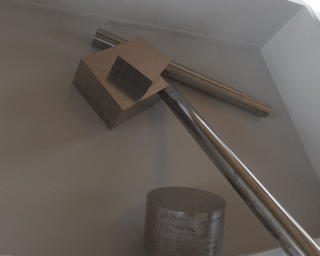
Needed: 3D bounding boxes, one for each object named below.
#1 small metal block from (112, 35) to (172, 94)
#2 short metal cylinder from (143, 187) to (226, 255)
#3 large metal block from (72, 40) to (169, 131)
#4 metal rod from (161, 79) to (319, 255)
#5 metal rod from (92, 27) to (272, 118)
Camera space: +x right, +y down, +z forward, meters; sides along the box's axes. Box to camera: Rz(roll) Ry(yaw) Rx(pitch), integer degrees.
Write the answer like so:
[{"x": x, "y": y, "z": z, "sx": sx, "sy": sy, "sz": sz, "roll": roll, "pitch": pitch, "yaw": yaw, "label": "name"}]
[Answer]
[{"x": -0.022, "y": -0.078, "z": 0.379, "sx": 0.050, "sy": 0.025, "sz": 0.050, "roll": 37, "pitch": 51, "yaw": -4, "label": "small metal block"}, {"x": 0.025, "y": 0.096, "z": 0.317, "sx": 0.081, "sy": 0.080, "sz": 0.050, "roll": 1, "pitch": 96, "yaw": -28, "label": "short metal cylinder"}, {"x": -0.051, "y": -0.056, "z": 0.398, "sx": 0.081, "sy": 0.050, "sz": 0.080, "roll": -34, "pitch": 81, "yaw": -38, "label": "large metal block"}, {"x": 0.065, "y": 0.026, "z": 0.342, "sx": 0.025, "sy": 0.025, "sz": 0.300, "roll": -1, "pitch": 35, "yaw": -29, "label": "metal rod"}, {"x": 0.044, "y": -0.079, "z": 0.479, "sx": 0.302, "sy": 0.025, "sz": 0.025, "roll": 20, "pitch": 54, "yaw": -17, "label": "metal rod"}]
